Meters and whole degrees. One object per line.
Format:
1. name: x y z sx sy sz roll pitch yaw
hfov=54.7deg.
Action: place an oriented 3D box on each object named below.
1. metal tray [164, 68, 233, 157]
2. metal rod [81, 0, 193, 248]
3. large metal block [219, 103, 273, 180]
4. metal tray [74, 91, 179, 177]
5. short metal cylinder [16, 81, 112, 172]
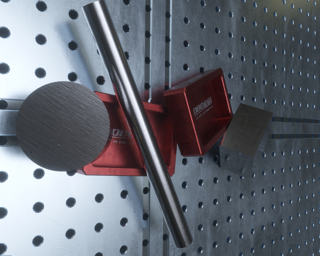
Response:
1. metal tray: 0.061 -0.026 0.432 0.131 0.030 0.089 -35 113 -52
2. metal rod: -0.019 0.010 0.354 0.025 0.025 0.298 -32 110 -36
3. large metal block: 0.133 0.022 0.481 0.080 0.050 0.080 -59 154 -23
4. metal tray: -0.036 0.012 0.375 0.131 0.030 0.089 9 85 -40
5. short metal cylinder: -0.087 0.000 0.296 0.081 0.050 0.080 0 86 -5
